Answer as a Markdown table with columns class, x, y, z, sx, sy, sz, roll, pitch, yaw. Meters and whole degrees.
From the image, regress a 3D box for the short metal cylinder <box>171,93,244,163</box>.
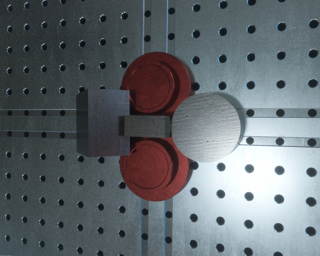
| class | x | y | z | sx | sy | sz | roll | pitch | yaw |
| --- | --- | --- | --- | --- | --- | --- | --- | --- | --- |
| short metal cylinder | 0.059 | 0.000 | 0.377 | 0.080 | 0.050 | 0.080 | 0 | 90 | 20 |

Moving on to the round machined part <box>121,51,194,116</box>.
| class | x | y | z | sx | sy | sz | roll | pitch | yaw |
| --- | --- | --- | --- | --- | --- | --- | --- | --- | --- |
| round machined part | -0.008 | -0.052 | 0.406 | 0.098 | 0.042 | 0.097 | 0 | 90 | 20 |

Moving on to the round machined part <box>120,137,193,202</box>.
| class | x | y | z | sx | sy | sz | roll | pitch | yaw |
| --- | --- | --- | --- | --- | --- | --- | --- | --- | --- |
| round machined part | -0.009 | 0.048 | 0.407 | 0.098 | 0.042 | 0.097 | 0 | 90 | 20 |

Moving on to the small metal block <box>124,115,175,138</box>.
| class | x | y | z | sx | sy | sz | roll | pitch | yaw |
| --- | --- | --- | --- | --- | --- | --- | --- | --- | --- |
| small metal block | -0.009 | -0.002 | 0.379 | 0.050 | 0.050 | 0.025 | 2 | 91 | 20 |

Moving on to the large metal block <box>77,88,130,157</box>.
| class | x | y | z | sx | sy | sz | roll | pitch | yaw |
| --- | --- | --- | --- | --- | --- | --- | --- | --- | --- |
| large metal block | -0.077 | -0.006 | 0.404 | 0.050 | 0.080 | 0.080 | 0 | 90 | -25 |
